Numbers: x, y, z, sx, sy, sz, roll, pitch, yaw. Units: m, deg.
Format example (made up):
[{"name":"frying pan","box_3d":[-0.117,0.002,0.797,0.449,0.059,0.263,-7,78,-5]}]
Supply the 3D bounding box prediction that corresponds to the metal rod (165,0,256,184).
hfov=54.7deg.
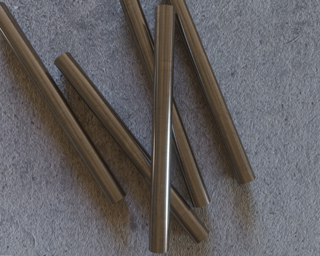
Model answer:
[{"name":"metal rod","box_3d":[0.059,-0.069,0.410,0.025,0.025,0.299,-22,90,0]}]

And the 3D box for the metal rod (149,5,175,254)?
[{"name":"metal rod","box_3d":[0.002,0.001,0.383,0.025,0.025,0.298,2,90,0]}]

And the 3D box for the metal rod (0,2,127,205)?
[{"name":"metal rod","box_3d":[-0.135,-0.032,0.408,0.025,0.025,0.299,-33,90,0]}]

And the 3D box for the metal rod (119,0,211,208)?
[{"name":"metal rod","box_3d":[0.005,-0.040,0.409,0.025,0.025,0.299,-20,90,0]}]

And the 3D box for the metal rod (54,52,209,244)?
[{"name":"metal rod","box_3d":[-0.037,0.026,0.409,0.025,0.025,0.300,-38,90,0]}]
